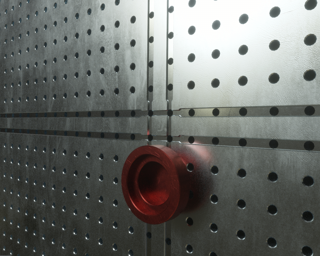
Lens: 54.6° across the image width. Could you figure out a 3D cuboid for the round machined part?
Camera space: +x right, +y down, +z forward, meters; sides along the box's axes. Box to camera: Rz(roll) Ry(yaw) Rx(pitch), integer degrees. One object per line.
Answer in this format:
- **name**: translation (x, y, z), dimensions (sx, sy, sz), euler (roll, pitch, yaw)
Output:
- **round machined part**: translation (-0.001, 0.070, 0.400), dimensions (0.098, 0.042, 0.097), euler (0, 90, 40)
